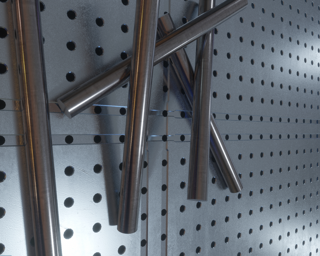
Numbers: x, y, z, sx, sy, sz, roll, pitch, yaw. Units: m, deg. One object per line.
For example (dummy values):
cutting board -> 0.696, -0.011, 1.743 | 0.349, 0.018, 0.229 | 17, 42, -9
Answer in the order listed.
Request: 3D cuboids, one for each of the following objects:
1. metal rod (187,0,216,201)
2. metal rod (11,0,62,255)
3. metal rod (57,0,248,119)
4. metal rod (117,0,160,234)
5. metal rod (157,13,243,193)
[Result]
metal rod -> 0.058, -0.054, 0.422 | 0.025, 0.025, 0.299 | 20, 67, -39
metal rod -> -0.121, 0.016, 0.308 | 0.025, 0.025, 0.298 | -7, 95, -40
metal rod -> 0.008, -0.103, 0.389 | 0.302, 0.025, 0.025 | -37, 114, -25
metal rod -> -0.025, -0.023, 0.351 | 0.025, 0.025, 0.298 | -3, 104, -40
metal rod -> 0.064, -0.024, 0.465 | 0.025, 0.025, 0.299 | -41, 115, -32
